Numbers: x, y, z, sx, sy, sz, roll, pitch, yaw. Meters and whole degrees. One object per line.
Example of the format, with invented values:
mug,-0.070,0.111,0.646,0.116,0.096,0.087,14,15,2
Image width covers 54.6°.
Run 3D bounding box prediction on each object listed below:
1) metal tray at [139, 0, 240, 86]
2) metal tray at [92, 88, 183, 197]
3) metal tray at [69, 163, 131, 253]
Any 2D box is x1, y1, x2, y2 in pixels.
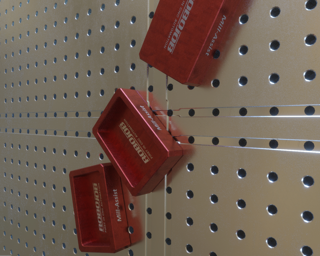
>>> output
metal tray,0.034,-0.128,0.379,0.090,0.030,0.129,37,113,34
metal tray,-0.037,0.018,0.437,0.130,0.030,0.090,52,120,27
metal tray,-0.097,0.125,0.487,0.090,0.030,0.129,-17,79,38
